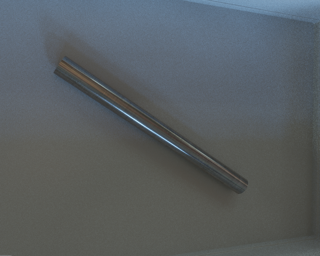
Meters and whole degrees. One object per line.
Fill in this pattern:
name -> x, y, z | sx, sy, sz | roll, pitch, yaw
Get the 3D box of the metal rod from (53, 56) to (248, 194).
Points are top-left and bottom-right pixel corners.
metal rod -> 0.001, 0.005, 0.410 | 0.301, 0.025, 0.025 | 34, 79, -17
